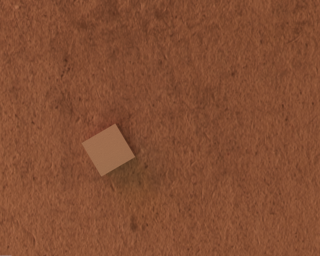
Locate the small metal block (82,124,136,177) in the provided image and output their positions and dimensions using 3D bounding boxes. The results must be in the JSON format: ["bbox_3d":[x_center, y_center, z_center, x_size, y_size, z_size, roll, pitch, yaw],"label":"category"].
[{"bbox_3d":[-0.066,0.028,0.410,0.050,0.025,0.050,-30,90,0],"label":"small metal block"}]
